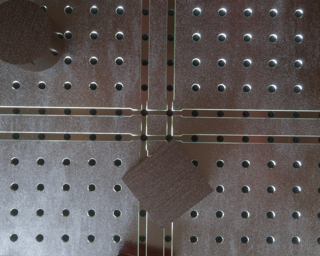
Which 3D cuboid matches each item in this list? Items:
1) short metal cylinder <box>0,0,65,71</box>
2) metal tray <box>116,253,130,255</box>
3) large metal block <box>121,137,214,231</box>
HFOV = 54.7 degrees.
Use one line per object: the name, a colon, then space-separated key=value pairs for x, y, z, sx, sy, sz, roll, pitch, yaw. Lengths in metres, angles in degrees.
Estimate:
short metal cylinder: x=-0.171 y=-0.116 z=0.399 sx=0.081 sy=0.050 sz=0.079 roll=0 pitch=90 yaw=0
metal tray: x=-0.034 y=0.238 z=0.390 sx=0.090 sy=0.030 sz=0.130 roll=15 pitch=77 yaw=7
large metal block: x=0.010 y=0.069 z=0.401 sx=0.080 sy=0.050 sz=0.080 roll=-38 pitch=90 yaw=0
